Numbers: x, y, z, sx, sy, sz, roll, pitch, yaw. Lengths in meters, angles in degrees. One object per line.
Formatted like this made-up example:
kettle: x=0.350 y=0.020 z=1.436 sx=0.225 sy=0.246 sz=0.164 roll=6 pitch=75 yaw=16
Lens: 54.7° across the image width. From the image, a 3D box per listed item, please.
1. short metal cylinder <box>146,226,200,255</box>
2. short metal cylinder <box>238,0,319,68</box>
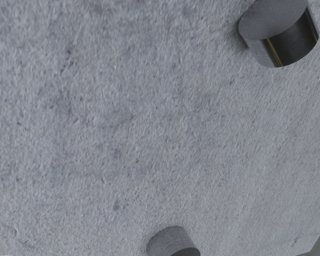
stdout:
short metal cylinder: x=0.023 y=0.219 z=0.541 sx=0.081 sy=0.050 sz=0.079 roll=-14 pitch=125 yaw=-21
short metal cylinder: x=0.144 y=-0.121 z=0.377 sx=0.080 sy=0.080 sz=0.050 roll=-46 pitch=130 yaw=3
